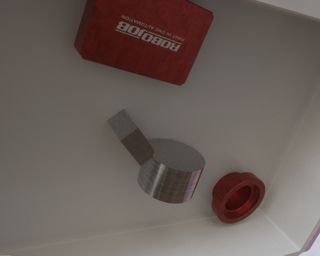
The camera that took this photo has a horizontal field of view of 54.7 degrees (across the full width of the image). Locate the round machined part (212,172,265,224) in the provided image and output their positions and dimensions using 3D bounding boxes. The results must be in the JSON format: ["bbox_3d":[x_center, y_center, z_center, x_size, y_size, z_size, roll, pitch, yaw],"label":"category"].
[{"bbox_3d":[0.132,0.117,0.545,0.099,0.042,0.097,-14,125,-21],"label":"round machined part"}]

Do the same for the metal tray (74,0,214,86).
[{"bbox_3d":[-0.015,-0.104,0.334,0.131,0.030,0.089,10,113,-33],"label":"metal tray"}]

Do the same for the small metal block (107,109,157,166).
[{"bbox_3d":[-0.035,0.011,0.382,0.025,0.050,0.050,-37,130,-4],"label":"small metal block"}]

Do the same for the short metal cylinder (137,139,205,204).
[{"bbox_3d":[0.015,0.056,0.417,0.081,0.080,0.050,3,117,-30],"label":"short metal cylinder"}]
